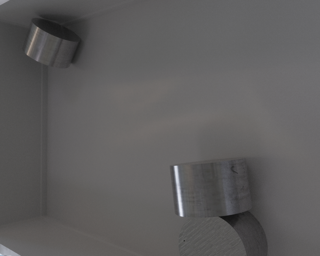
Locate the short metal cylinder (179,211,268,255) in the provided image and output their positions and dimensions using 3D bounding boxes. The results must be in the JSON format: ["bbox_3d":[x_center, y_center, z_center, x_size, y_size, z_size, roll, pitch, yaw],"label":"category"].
[{"bbox_3d":[0.067,0.127,0.335,0.080,0.050,0.080,0,90,40],"label":"short metal cylinder"}]

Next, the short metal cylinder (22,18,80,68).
[{"bbox_3d":[-0.182,-0.143,0.522,0.080,0.081,0.050,44,117,31],"label":"short metal cylinder"}]

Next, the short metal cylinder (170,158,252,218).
[{"bbox_3d":[0.053,0.060,0.327,0.080,0.081,0.050,-10,83,39],"label":"short metal cylinder"}]
